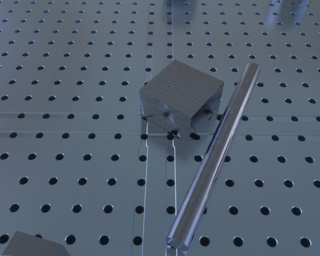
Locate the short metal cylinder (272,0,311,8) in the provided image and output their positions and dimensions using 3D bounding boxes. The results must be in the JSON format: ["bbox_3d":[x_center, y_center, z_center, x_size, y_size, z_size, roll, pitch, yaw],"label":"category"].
[{"bbox_3d":[0.276,-0.290,0.637,0.080,0.050,0.080,0,50,0],"label":"short metal cylinder"}]

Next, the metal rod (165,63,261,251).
[{"bbox_3d":[0.081,0.012,0.397,0.025,0.025,0.301,20,53,16],"label":"metal rod"}]

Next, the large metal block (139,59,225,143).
[{"bbox_3d":[0.029,-0.039,0.424,0.080,0.050,0.080,30,56,22],"label":"large metal block"}]

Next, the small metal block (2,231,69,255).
[{"bbox_3d":[-0.124,0.133,0.295,0.050,0.025,0.050,13,51,10],"label":"small metal block"}]
